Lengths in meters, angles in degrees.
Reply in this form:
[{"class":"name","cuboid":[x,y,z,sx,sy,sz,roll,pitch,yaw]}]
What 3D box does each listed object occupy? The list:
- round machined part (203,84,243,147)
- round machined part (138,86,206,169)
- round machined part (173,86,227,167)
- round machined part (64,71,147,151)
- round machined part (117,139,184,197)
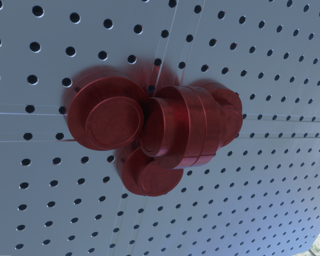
[{"class":"round machined part","cuboid":[0.077,-0.010,0.437,0.099,0.042,0.097,-14,125,-21]},{"class":"round machined part","cuboid":[0.006,-0.001,0.360,0.042,0.098,0.097,1,118,-30]},{"class":"round machined part","cuboid":[0.045,-0.002,0.382,0.042,0.098,0.097,-1,119,-29]},{"class":"round machined part","cuboid":[-0.058,-0.014,0.361,0.099,0.042,0.097,-14,125,-21]},{"class":"round machined part","cuboid":[-0.006,0.057,0.433,0.099,0.042,0.097,-14,125,-21]}]
